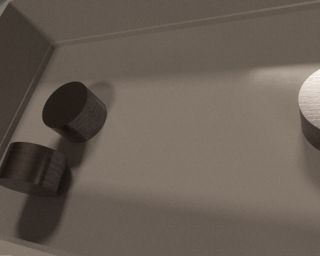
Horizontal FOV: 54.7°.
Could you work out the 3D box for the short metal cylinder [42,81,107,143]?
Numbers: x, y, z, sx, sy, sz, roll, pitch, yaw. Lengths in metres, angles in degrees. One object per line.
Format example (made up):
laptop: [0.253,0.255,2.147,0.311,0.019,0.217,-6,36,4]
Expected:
short metal cylinder: [-0.129,-0.023,0.469,0.080,0.050,0.080,-13,56,20]

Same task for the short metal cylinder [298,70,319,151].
short metal cylinder: [0.182,-0.017,0.305,0.080,0.050,0.080,-13,56,20]

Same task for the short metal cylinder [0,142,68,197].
short metal cylinder: [-0.173,0.059,0.423,0.080,0.080,0.050,-4,60,26]
